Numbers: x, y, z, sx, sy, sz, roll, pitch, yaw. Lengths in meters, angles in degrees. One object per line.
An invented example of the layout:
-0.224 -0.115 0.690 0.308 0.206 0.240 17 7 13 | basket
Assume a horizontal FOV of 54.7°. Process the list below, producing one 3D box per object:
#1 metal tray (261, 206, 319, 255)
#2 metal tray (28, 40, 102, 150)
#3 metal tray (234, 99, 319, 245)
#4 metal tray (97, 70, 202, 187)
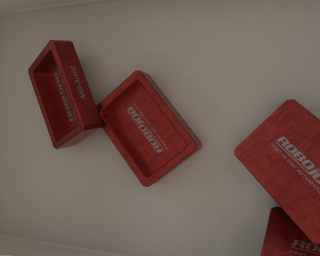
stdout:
0.172 0.135 0.308 0.130 0.090 0.030 7 133 26 | metal tray
-0.136 -0.045 0.435 0.090 0.030 0.129 -28 80 43 | metal tray
0.153 0.042 0.325 0.090 0.030 0.130 -46 51 13 | metal tray
-0.019 0.000 0.413 0.090 0.030 0.130 -40 78 15 | metal tray
